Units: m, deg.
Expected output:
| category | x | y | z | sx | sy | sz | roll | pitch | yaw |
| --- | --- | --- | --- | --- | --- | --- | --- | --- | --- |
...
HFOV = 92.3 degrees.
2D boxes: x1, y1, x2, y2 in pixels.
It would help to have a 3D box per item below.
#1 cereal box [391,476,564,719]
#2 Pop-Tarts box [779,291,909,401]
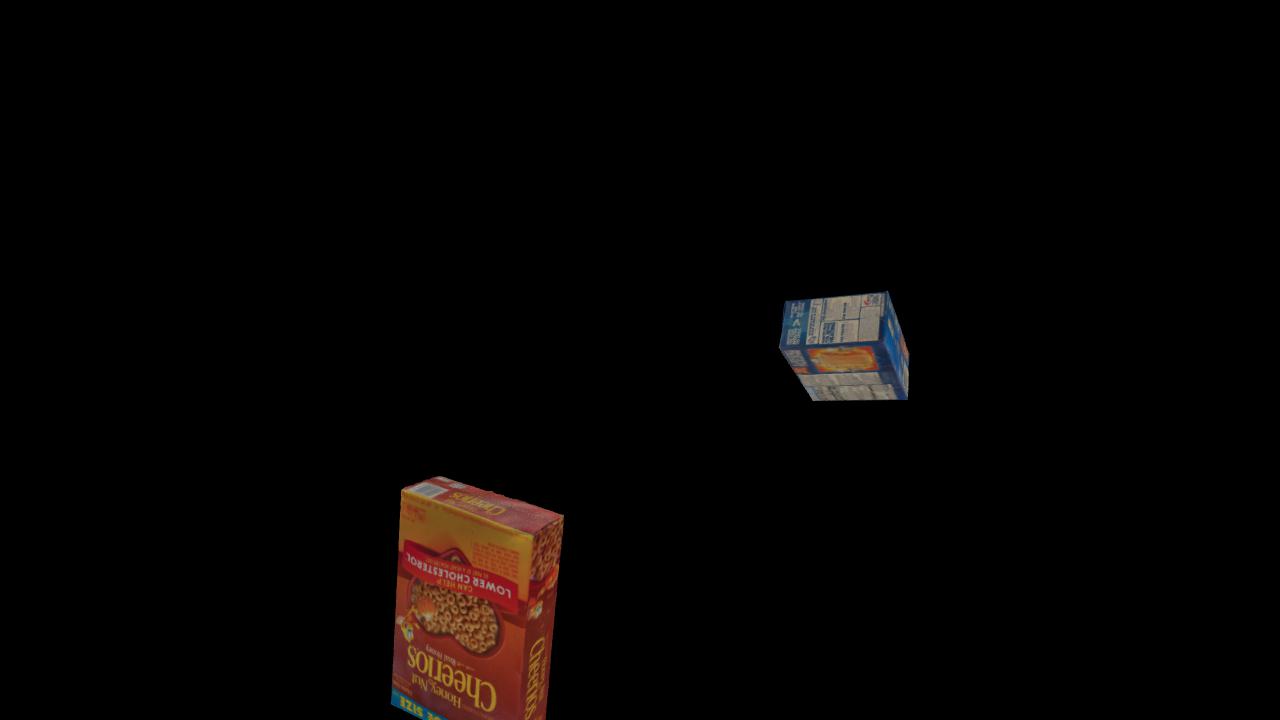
| category | x | y | z | sx | sy | sz | roll | pitch | yaw |
| --- | --- | --- | --- | --- | --- | --- | --- | --- | --- |
| cereal box | -0.209 | 0.320 | 0.773 | 0.203 | 0.306 | 0.081 | 11 | 10 | 24 |
| Pop-Tarts box | 0.296 | -0.013 | 0.879 | 0.141 | 0.083 | 0.167 | -4 | -32 | 33 |
